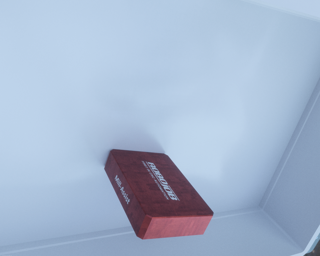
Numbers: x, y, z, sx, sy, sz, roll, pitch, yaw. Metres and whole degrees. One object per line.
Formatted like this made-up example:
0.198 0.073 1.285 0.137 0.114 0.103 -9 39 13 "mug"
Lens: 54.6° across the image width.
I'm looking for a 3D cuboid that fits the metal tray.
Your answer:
-0.006 0.076 0.384 0.091 0.130 0.030 8 114 -32 "metal tray"
